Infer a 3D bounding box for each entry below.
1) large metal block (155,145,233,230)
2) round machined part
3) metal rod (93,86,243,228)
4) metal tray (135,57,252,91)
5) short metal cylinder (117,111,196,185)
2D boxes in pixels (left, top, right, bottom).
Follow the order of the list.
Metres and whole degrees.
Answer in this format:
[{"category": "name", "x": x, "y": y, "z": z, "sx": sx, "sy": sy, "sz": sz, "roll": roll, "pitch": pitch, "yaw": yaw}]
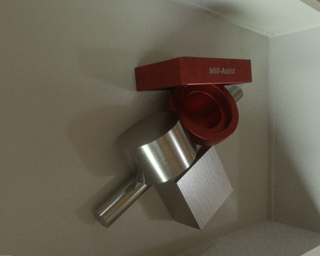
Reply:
[{"category": "large metal block", "x": 0.046, "y": 0.078, "z": 0.428, "sx": 0.080, "sy": 0.050, "sz": 0.080, "roll": -40, "pitch": 115, "yaw": -33}, {"category": "round machined part", "x": 0.054, "y": -0.020, "z": 0.423, "sx": 0.099, "sy": 0.042, "sz": 0.098, "roll": 10, "pitch": 62, "yaw": -20}, {"category": "metal rod", "x": 0.030, "y": 0.022, "z": 0.432, "sx": 0.302, "sy": 0.025, "sz": 0.025, "roll": -40, "pitch": 115, "yaw": -33}, {"category": "metal tray", "x": 0.045, "y": -0.068, "z": 0.400, "sx": 0.131, "sy": 0.090, "sz": 0.030, "roll": -9, "pitch": 96, "yaw": -40}, {"category": "short metal cylinder", "x": -0.004, "y": 0.022, "z": 0.368, "sx": 0.080, "sy": 0.080, "sz": 0.050, "roll": -41, "pitch": 115, "yaw": -33}]
